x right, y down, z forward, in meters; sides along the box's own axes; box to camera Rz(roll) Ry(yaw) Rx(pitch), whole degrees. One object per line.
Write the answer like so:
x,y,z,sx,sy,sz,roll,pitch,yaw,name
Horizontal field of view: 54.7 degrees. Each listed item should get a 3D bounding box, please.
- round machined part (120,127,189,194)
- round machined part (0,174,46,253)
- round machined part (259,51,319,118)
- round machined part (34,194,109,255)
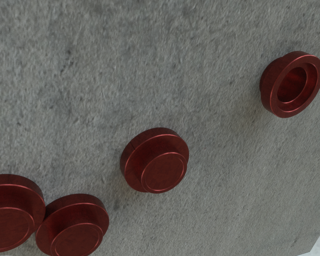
-0.002,0.051,0.428,0.099,0.042,0.097,-14,125,-21,round machined part
-0.185,0.106,0.361,0.099,0.042,0.097,-14,124,-21,round machined part
0.189,-0.067,0.460,0.099,0.042,0.097,-14,125,-21,round machined part
-0.116,0.141,0.421,0.099,0.042,0.097,-14,125,-21,round machined part
